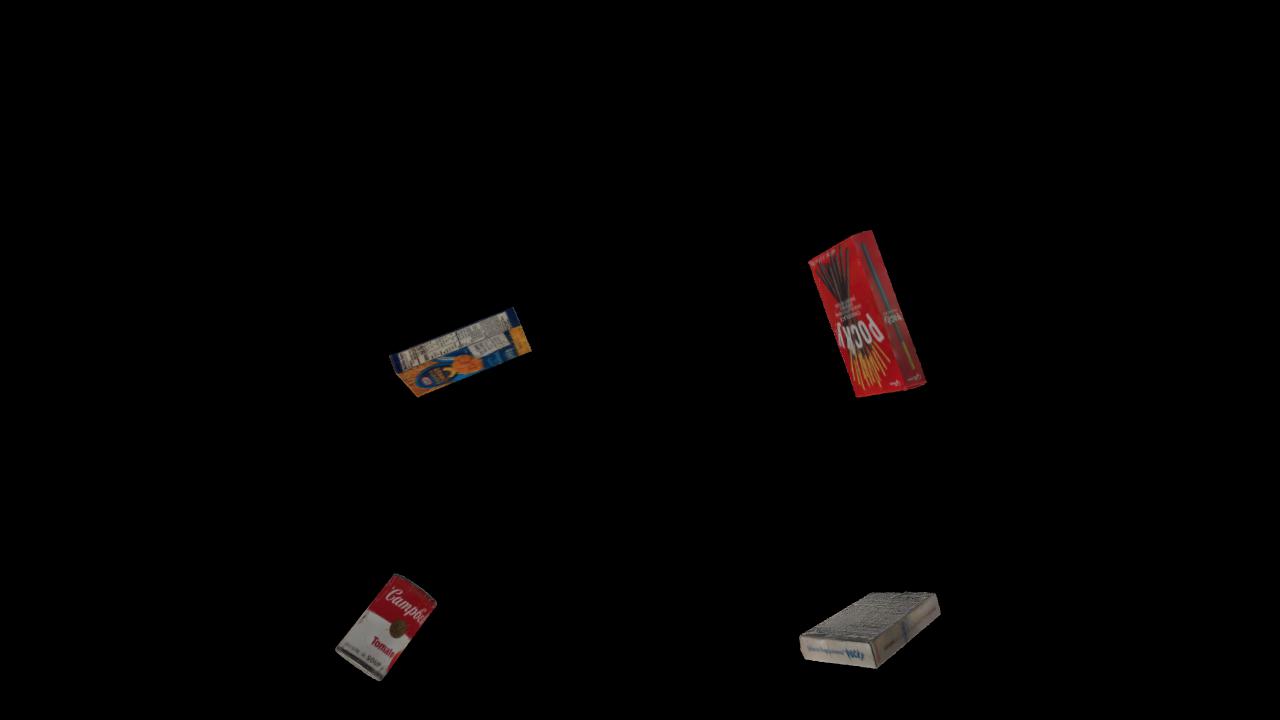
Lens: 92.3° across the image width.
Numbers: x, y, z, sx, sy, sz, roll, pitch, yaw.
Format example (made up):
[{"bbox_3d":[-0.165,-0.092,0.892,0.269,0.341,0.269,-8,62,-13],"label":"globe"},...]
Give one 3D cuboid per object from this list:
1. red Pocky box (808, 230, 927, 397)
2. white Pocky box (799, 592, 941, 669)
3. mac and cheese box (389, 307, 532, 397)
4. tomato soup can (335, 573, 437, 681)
[{"bbox_3d":[0.220,-0.041,0.605,0.028,0.155,0.083,-17,-5,-17],"label":"red Pocky box"},{"bbox_3d":[0.247,0.281,0.653,0.154,0.028,0.084,-3,-12,-43],"label":"white Pocky box"},{"bbox_3d":[-0.257,-0.010,0.901,0.184,0.041,0.093,-23,-21,-10],"label":"mac and cheese box"},{"bbox_3d":[-0.304,0.320,0.740,0.068,0.068,0.101,0,41,39],"label":"tomato soup can"}]
